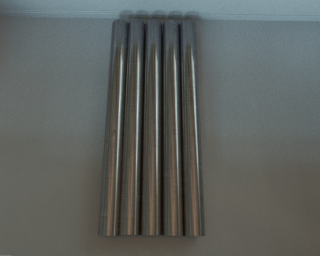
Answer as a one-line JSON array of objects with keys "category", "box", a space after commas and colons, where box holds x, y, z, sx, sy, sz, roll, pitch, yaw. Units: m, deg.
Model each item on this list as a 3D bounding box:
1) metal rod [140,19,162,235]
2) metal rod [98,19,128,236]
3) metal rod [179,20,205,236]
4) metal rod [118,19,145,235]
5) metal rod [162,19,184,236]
[{"category": "metal rod", "box": [-0.010, -0.015, 0.414, 0.025, 0.025, 0.299, 0, 70, 0]}, {"category": "metal rod", "box": [-0.059, -0.014, 0.413, 0.025, 0.025, 0.299, 0, 70, 0]}, {"category": "metal rod", "box": [0.041, -0.014, 0.413, 0.025, 0.025, 0.299, 0, 70, 0]}, {"category": "metal rod", "box": [-0.035, -0.015, 0.413, 0.025, 0.025, 0.299, 0, 70, 0]}, {"category": "metal rod", "box": [0.016, -0.014, 0.414, 0.025, 0.025, 0.299, 0, 70, 0]}]
